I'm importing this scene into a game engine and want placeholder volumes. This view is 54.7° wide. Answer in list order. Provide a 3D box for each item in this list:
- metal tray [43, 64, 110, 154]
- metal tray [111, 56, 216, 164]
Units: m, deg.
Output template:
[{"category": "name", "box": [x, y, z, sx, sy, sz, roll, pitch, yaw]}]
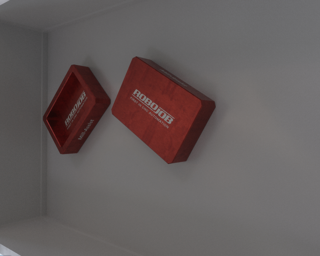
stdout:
[{"category": "metal tray", "box": [-0.145, -0.029, 0.523, 0.129, 0.030, 0.090, -51, 60, 28]}, {"category": "metal tray", "box": [-0.002, -0.026, 0.405, 0.130, 0.030, 0.089, 39, 114, 33]}]
